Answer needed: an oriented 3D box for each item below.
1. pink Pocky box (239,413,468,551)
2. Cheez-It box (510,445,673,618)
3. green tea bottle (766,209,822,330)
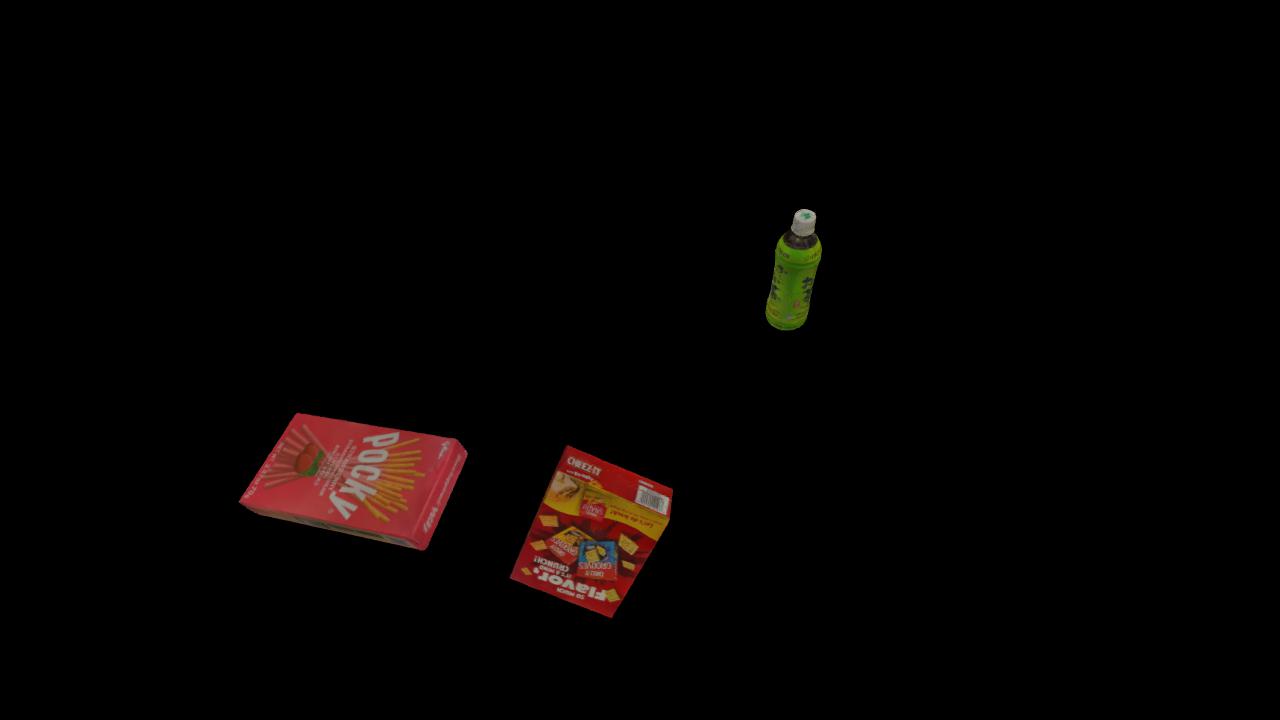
[{"bbox_3d":[-0.223,0.092,0.484,0.155,0.084,0.029,7,-34,14],"label":"pink Pocky box"},{"bbox_3d":[-0.070,0.249,0.875,0.166,0.223,0.071,23,27,-3],"label":"Cheez-It box"},{"bbox_3d":[0.238,-0.138,0.947,0.073,0.073,0.212,0,-40,5],"label":"green tea bottle"}]
